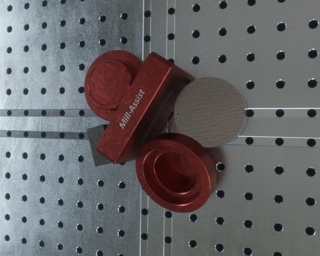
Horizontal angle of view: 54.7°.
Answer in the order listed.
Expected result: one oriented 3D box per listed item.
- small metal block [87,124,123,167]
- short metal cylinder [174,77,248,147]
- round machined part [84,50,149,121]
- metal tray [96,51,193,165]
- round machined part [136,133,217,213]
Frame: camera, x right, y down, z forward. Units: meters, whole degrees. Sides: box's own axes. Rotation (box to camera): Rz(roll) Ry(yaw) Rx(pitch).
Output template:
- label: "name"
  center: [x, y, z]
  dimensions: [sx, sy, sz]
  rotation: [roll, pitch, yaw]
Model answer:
- label: "small metal block"
  center: [-0.069, 0.022, 0.419]
  dimensions: [0.025, 0.050, 0.050]
  rotation: [-16, 85, 19]
- label: "short metal cylinder"
  center: [0.063, -0.018, 0.373]
  dimensions: [0.080, 0.050, 0.079]
  rotation: [0, 90, 20]
- label: "round machined part"
  center: [-0.062, -0.058, 0.420]
  dimensions: [0.098, 0.042, 0.097]
  rotation: [0, 90, 19]
- label: "metal tray"
  center: [-0.015, -0.021, 0.379]
  dimensions: [0.030, 0.090, 0.129]
  rotation: [35, 101, 16]
- label: "round machined part"
  center: [0.023, 0.050, 0.379]
  dimensions: [0.098, 0.042, 0.097]
  rotation: [12, 117, 26]
